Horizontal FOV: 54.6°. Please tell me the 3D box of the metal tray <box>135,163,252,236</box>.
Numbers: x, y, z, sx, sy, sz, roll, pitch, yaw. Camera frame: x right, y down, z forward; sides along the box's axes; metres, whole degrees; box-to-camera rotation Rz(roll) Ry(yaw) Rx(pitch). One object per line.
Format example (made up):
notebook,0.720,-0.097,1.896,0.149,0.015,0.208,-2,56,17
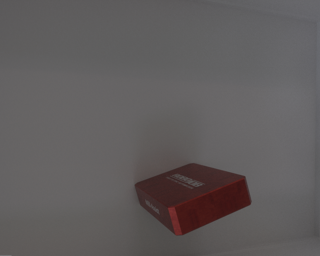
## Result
metal tray,0.032,0.076,0.366,0.091,0.130,0.030,-17,96,-19
